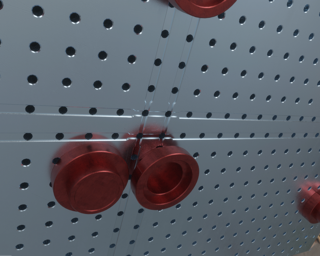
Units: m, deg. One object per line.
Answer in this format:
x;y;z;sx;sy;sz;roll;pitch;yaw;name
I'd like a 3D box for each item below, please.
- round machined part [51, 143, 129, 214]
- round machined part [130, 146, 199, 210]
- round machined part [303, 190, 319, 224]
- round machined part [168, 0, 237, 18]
-0.086;0.071;0.399;0.099;0.042;0.097;-14;125;-21;round machined part
0.003;0.066;0.445;0.099;0.042;0.097;-14;124;-21;round machined part
0.395;0.193;0.740;0.099;0.042;0.097;-14;125;-21;round machined part
0.042;-0.168;0.321;0.099;0.042;0.097;-14;125;-21;round machined part
